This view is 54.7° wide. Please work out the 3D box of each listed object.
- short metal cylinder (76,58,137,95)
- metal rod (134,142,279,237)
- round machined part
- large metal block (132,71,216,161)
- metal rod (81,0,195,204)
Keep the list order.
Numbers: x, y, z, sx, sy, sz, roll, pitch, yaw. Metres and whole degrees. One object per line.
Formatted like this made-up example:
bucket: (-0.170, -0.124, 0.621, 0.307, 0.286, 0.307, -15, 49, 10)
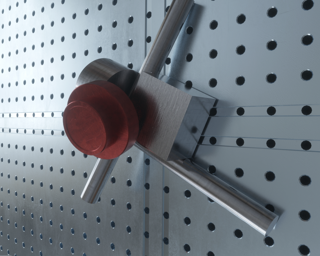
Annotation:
short metal cylinder: (-0.067, -0.050, 0.426, 0.050, 0.081, 0.079, 31, 109, 35)
metal rod: (0.008, 0.036, 0.400, 0.300, 0.025, 0.025, 31, 109, 35)
round machined part: (-0.078, -0.005, 0.375, 0.098, 0.042, 0.097, 13, 116, 28)
large metal block: (0.009, -0.016, 0.380, 0.080, 0.050, 0.079, 32, 110, 35)
metal rod: (-0.035, -0.031, 0.410, 0.025, 0.025, 0.298, 34, 104, 34)
